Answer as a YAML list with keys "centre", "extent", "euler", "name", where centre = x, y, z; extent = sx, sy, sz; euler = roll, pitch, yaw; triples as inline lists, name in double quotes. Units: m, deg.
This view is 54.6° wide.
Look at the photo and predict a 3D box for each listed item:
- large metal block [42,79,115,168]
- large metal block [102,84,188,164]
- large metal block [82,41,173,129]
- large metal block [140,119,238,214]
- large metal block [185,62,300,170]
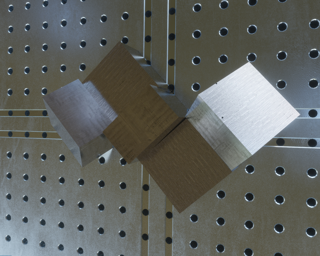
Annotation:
- centre: [-0.106, -0.004, 0.414]
  extent: [0.050, 0.080, 0.080]
  euler: [-34, 76, -23]
  name: "large metal block"
- centre: [-0.011, -0.004, 0.387]
  extent: [0.080, 0.080, 0.050]
  euler: [-44, 78, 15]
  name: "large metal block"
- centre: [-0.045, -0.054, 0.415]
  extent: [0.080, 0.050, 0.080]
  euler: [-44, 77, 16]
  name: "large metal block"
- centre: [0.036, 0.045, 0.386]
  extent: [0.080, 0.050, 0.080]
  euler: [-43, 75, 15]
  name: "large metal block"
- centre: [0.090, -0.014, 0.345]
  extent: [0.080, 0.050, 0.080]
  euler: [-34, 76, -24]
  name: "large metal block"
